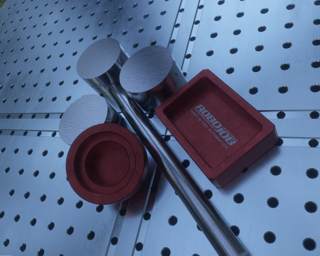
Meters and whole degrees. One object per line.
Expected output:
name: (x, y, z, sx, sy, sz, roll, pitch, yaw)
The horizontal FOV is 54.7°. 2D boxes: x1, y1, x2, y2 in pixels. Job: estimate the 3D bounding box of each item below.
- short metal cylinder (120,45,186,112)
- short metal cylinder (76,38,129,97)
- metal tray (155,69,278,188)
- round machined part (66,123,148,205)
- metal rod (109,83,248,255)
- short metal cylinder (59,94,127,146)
short metal cylinder: (-0.009, -0.069, 0.439, 0.080, 0.050, 0.080, -13, 56, 21)
short metal cylinder: (-0.085, -0.097, 0.497, 0.080, 0.050, 0.080, -13, 56, 21)
metal tray: (0.063, -0.005, 0.374, 0.090, 0.030, 0.130, -40, 51, 2)
round machined part: (-0.063, 0.046, 0.389, 0.098, 0.042, 0.098, -2, 78, 9)
metal rod: (0.003, 0.033, 0.387, 0.025, 0.025, 0.300, -39, 51, 2)
short metal cylinder: (-0.096, -0.001, 0.443, 0.080, 0.050, 0.080, -13, 56, 21)
